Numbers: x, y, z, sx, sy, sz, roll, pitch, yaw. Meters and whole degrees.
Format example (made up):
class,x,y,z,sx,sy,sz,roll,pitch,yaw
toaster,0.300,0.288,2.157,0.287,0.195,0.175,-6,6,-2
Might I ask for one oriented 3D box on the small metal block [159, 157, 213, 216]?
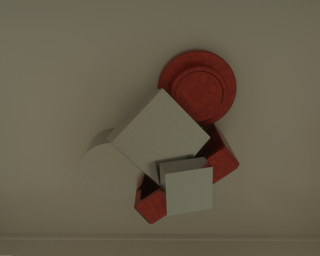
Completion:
class,x,y,z,sx,sy,sz,roll,pitch,yaw
small metal block,0.028,0.062,0.331,0.050,0.025,0.050,-7,110,-12

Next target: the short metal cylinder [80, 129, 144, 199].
class,x,y,z,sx,sy,sz,roll,pitch,yaw
short metal cylinder,-0.060,0.047,0.412,0.081,0.050,0.079,0,110,-1

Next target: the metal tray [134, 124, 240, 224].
class,x,y,z,sx,sy,sz,roll,pitch,yaw
metal tray,0.029,0.054,0.395,0.130,0.090,0.030,-36,106,11

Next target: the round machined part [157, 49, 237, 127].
class,x,y,z,sx,sy,sz,roll,pitch,yaw
round machined part,0.046,-0.046,0.384,0.099,0.042,0.097,0,110,-1

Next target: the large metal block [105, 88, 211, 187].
class,x,y,z,sx,sy,sz,roll,pitch,yaw
large metal block,-0.003,0.012,0.363,0.080,0.050,0.080,45,79,-15
